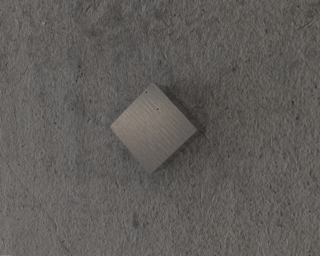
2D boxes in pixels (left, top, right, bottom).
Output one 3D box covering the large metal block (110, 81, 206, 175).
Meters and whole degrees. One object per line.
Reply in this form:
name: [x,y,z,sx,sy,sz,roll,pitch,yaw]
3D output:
large metal block: [-0.002,0.000,0.397,0.080,0.050,0.080,-45,76,14]
